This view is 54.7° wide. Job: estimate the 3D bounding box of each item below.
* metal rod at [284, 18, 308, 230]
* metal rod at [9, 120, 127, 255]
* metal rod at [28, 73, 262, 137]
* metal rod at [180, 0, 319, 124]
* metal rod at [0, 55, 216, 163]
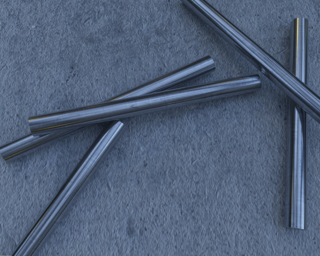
[{"bbox_3d":[0.185,-0.020,0.416,0.025,0.025,0.299,9,70,3],"label":"metal rod"},{"bbox_3d":[-0.134,0.113,0.365,0.025,0.025,0.300,31,73,10],"label":"metal rod"},{"bbox_3d":[-0.010,-0.033,0.402,0.302,0.025,0.025,-12,71,-11],"label":"metal rod"},{"bbox_3d":[0.130,-0.104,0.429,0.025,0.025,0.300,-35,68,-12],"label":"metal rod"},{"bbox_3d":[-0.062,-0.029,0.418,0.302,0.025,0.025,-25,72,-9],"label":"metal rod"}]
